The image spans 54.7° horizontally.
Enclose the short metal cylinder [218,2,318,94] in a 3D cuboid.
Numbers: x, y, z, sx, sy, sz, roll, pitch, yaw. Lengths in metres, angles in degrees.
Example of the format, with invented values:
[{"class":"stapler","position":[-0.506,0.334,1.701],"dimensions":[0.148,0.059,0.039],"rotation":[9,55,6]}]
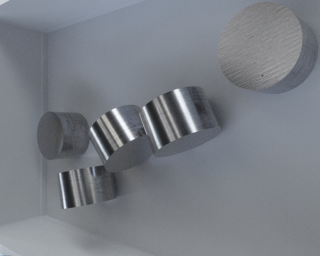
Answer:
[{"class":"short metal cylinder","position":[0.105,-0.075,0.304],"dimensions":[0.080,0.050,0.080],"rotation":[0,90,40]}]

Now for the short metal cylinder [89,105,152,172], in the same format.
[{"class":"short metal cylinder","position":[-0.046,0.015,0.409],"dimensions":[0.080,0.081,0.050],"rotation":[-48,62,29]}]

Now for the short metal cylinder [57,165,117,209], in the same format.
[{"class":"short metal cylinder","position":[-0.108,0.087,0.461],"dimensions":[0.080,0.081,0.050],"rotation":[-17,79,39]}]

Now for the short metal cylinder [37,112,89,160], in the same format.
[{"class":"short metal cylinder","position":[-0.165,0.013,0.527],"dimensions":[0.080,0.050,0.080],"rotation":[0,90,40]}]

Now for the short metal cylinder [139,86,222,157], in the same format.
[{"class":"short metal cylinder","position":[0.023,-0.005,0.352],"dimensions":[0.080,0.081,0.050],"rotation":[-33,70,35]}]
